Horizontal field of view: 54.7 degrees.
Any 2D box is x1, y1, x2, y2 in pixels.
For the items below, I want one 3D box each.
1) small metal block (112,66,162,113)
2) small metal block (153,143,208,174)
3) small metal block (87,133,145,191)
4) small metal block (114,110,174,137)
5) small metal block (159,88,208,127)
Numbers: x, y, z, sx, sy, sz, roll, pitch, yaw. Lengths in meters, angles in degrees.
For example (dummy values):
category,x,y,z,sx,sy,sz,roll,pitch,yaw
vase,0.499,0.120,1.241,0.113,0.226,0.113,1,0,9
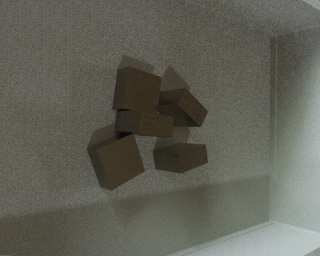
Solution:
category,x,y,z,sx,sy,sz,roll,pitch,yaw
small metal block,-0.028,-0.043,0.383,0.050,0.025,0.050,11,83,-39
small metal block,0.027,0.039,0.413,0.050,0.050,0.025,-15,100,-39
small metal block,-0.051,0.038,0.364,0.050,0.025,0.050,-26,107,-37
small metal block,-0.019,-0.004,0.374,0.050,0.050,0.025,10,84,-40
small metal block,0.027,-0.026,0.412,0.050,0.050,0.025,41,65,-33
